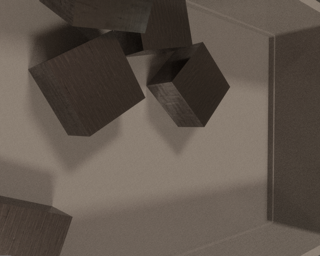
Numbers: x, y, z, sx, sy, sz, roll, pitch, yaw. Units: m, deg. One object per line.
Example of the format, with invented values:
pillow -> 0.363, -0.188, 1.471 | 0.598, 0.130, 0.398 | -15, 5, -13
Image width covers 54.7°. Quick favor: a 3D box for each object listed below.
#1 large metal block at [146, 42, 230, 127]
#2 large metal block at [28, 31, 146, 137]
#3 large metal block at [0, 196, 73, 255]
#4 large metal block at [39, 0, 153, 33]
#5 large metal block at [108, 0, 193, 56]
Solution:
large metal block -> 0.041, -0.057, 0.427 | 0.080, 0.050, 0.080 | 51, 60, -28
large metal block -> -0.075, -0.046, 0.329 | 0.080, 0.050, 0.080 | -39, 114, -33
large metal block -> -0.138, 0.107, 0.276 | 0.080, 0.050, 0.080 | 26, 74, -37
large metal block -> -0.063, -0.136, 0.309 | 0.081, 0.080, 0.050 | -9, 128, -40
large metal block -> -0.011, -0.134, 0.382 | 0.081, 0.050, 0.079 | -17, 101, -39
